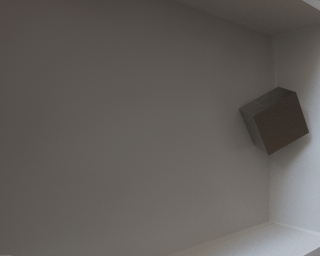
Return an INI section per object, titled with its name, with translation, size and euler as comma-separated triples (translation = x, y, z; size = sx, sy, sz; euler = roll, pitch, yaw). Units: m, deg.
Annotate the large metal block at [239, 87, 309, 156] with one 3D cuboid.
[large metal block]
translation = 0.195, -0.013, 0.531
size = 0.080, 0.050, 0.080
euler = -29, 112, -3
